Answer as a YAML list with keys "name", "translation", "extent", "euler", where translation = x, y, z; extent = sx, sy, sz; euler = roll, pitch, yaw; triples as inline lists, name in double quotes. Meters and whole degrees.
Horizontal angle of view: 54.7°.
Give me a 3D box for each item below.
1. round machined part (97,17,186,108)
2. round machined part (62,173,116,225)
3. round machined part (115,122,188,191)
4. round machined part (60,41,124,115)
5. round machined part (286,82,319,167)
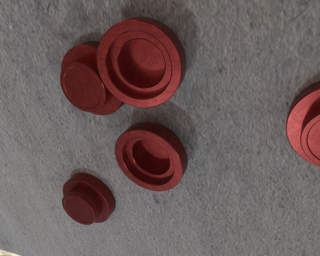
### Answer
- name: "round machined part"
  translation: [-0.018, -0.076, 0.352]
  extent: [0.098, 0.042, 0.097]
  euler: [8, 119, 15]
- name: "round machined part"
  translation: [-0.131, 0.131, 0.543]
  extent: [0.098, 0.042, 0.097]
  euler: [13, 124, 20]
- name: "round machined part"
  translation: [-0.008, 0.034, 0.420]
  extent: [0.098, 0.042, 0.097]
  euler: [13, 124, 20]
- name: "round machined part"
  translation: [-0.089, -0.060, 0.404]
  extent: [0.098, 0.042, 0.097]
  euler: [13, 124, 20]
- name: "round machined part"
  translation: [0.177, 0.003, 0.304]
  extent: [0.098, 0.042, 0.097]
  euler: [13, 124, 20]
